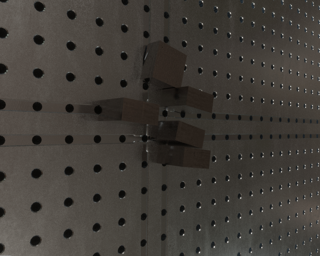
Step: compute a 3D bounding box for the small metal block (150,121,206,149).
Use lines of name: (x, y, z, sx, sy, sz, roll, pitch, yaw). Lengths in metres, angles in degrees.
small metal block: (0.024, 0.009, 0.415, 0.050, 0.050, 0.025, 19, 78, -39)

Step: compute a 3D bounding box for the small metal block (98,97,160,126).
small metal block: (-0.037, -0.018, 0.364, 0.050, 0.050, 0.025, 8, 85, -40)

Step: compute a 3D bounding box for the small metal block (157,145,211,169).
small metal block: (0.032, 0.039, 0.422, 0.050, 0.050, 0.025, 10, 84, -40)

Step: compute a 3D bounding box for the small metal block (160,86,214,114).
small metal block: (0.037, -0.037, 0.426, 0.050, 0.050, 0.025, 13, 82, -40)

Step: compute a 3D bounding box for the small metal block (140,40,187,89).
small metal block: (0.006, -0.082, 0.416, 0.050, 0.025, 0.050, 18, 79, -39)
